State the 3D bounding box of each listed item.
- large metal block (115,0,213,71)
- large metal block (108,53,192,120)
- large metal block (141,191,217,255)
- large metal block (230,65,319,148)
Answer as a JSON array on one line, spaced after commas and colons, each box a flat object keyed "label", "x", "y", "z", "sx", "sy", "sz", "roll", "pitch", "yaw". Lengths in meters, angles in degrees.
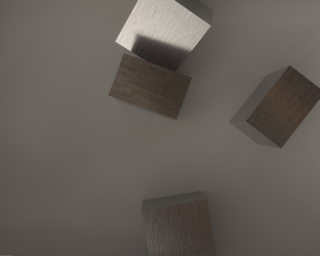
[{"label": "large metal block", "x": 0.006, "y": -0.123, "z": 0.372, "sx": 0.080, "sy": 0.050, "sz": 0.080, "roll": 30, "pitch": 129, "yaw": -13}, {"label": "large metal block", "x": -0.011, "y": -0.046, "z": 0.384, "sx": 0.080, "sy": 0.080, "sz": 0.050, "roll": 20, "pitch": 90, "yaw": -1}, {"label": "large metal block", "x": 0.023, "y": 0.132, "z": 0.398, "sx": 0.081, "sy": 0.050, "sz": 0.080, "roll": -9, "pitch": 90, "yaw": -2}, {"label": "large metal block", "x": 0.140, "y": -0.024, "z": 0.386, "sx": 0.050, "sy": 0.080, "sz": 0.080, "roll": 38, "pitch": 90, "yaw": -1}]
